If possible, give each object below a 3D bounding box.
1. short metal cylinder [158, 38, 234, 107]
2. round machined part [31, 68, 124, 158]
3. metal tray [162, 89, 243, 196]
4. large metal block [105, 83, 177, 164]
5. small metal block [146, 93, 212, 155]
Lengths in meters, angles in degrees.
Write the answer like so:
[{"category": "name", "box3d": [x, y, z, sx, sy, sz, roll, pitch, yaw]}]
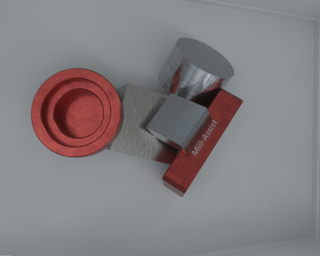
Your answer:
[{"category": "short metal cylinder", "box3d": [0.045, -0.069, 0.391, 0.081, 0.080, 0.050, 17, 129, -20]}, {"category": "round machined part", "box3d": [-0.090, -0.015, 0.355, 0.099, 0.042, 0.097, 0, 85, 2]}, {"category": "metal tray", "box3d": [0.052, 0.023, 0.393, 0.030, 0.090, 0.130, 32, 78, 10]}, {"category": "large metal block", "box3d": [-0.019, -0.003, 0.390, 0.081, 0.050, 0.080, 16, 85, -20]}, {"category": "small metal block", "box3d": [0.022, -0.005, 0.350, 0.050, 0.050, 0.025, -54, 145, -12]}]
